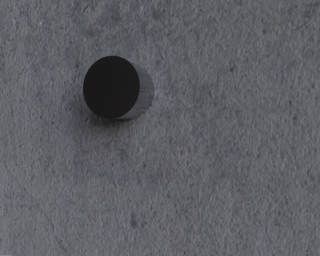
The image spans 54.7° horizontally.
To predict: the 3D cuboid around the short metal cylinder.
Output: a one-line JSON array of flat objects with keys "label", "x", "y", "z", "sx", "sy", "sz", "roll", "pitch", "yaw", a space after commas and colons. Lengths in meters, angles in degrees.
[{"label": "short metal cylinder", "x": -0.054, "y": -0.051, "z": 0.414, "sx": 0.080, "sy": 0.050, "sz": 0.079, "roll": 0, "pitch": 90, "yaw": 19}]
